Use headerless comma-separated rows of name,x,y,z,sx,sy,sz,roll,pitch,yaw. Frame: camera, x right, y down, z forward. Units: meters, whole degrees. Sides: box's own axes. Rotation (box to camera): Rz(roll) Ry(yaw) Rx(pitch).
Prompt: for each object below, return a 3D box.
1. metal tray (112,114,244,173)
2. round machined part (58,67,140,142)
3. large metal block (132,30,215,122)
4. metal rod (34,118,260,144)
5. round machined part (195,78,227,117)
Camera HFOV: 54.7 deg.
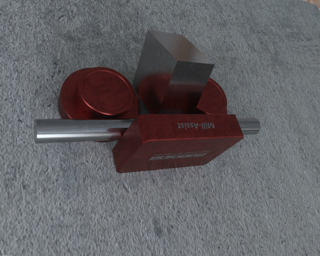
metal tray,0.020,0.019,0.364,0.131,0.090,0.030,-1,63,-29
round machined part,-0.070,-0.035,0.377,0.099,0.042,0.098,14,56,-21
large metal block,0.012,-0.064,0.383,0.050,0.079,0.080,-2,39,-30
metal rod,0.007,0.000,0.384,0.303,0.025,0.025,-1,63,-29
round machined part,0.057,-0.038,0.449,0.099,0.042,0.098,14,56,-21
